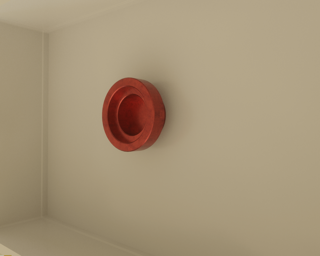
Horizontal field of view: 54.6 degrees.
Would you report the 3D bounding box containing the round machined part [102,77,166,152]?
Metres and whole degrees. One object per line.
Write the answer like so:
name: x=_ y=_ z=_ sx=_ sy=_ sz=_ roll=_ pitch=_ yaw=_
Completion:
round machined part: x=-0.031 y=-0.018 z=0.423 sx=0.098 sy=0.042 sz=0.097 roll=0 pitch=90 yaw=40
